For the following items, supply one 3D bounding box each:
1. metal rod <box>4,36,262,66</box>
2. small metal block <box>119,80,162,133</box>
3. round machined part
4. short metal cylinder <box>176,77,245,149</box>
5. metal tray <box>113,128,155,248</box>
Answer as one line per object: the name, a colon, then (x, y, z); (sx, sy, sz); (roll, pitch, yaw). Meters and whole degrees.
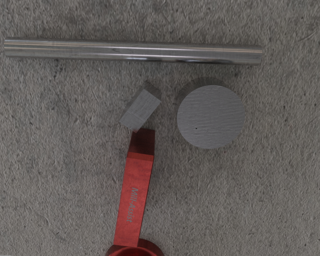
metal rod: (-0.030, -0.093, 0.375); (0.302, 0.025, 0.025); (2, 110, -1)
small metal block: (-0.024, -0.028, 0.386); (0.025, 0.050, 0.050); (36, 106, -12)
round machined part: (-0.041, 0.225, 0.483); (0.099, 0.042, 0.097); (0, 110, 0)
short metal cylinder: (0.060, -0.020, 0.390); (0.081, 0.050, 0.079); (0, 110, 0)
metal tray: (-0.032, 0.074, 0.402); (0.030, 0.090, 0.129); (9, 110, -4)
